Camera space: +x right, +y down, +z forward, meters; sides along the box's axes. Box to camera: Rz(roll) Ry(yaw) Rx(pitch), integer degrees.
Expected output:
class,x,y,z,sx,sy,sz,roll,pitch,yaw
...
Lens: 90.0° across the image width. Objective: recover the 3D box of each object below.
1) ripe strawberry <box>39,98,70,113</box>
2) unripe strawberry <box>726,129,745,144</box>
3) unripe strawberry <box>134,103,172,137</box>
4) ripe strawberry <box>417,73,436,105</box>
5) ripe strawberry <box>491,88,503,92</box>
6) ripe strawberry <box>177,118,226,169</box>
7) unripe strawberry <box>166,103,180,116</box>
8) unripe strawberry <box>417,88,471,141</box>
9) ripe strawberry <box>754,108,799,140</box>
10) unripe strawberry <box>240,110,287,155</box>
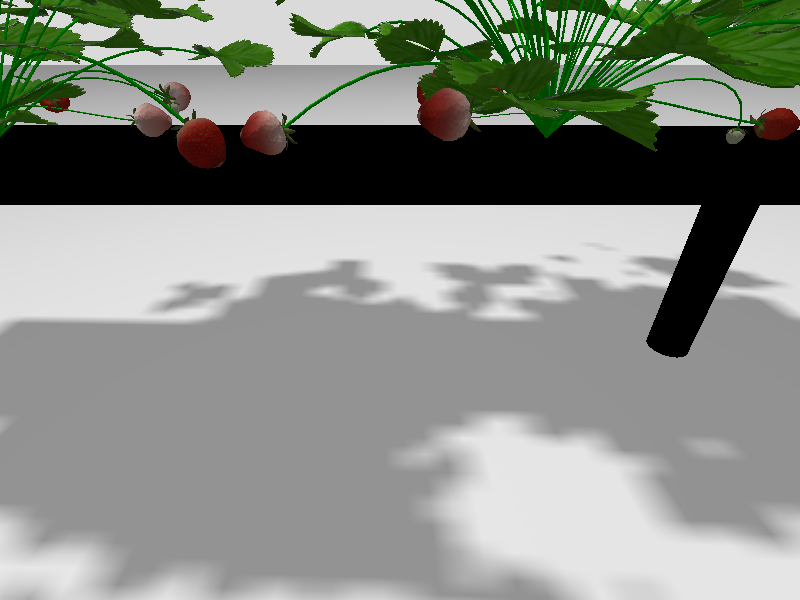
class,x,y,z,sx,sy,sz,roll,pitch,yaw
ripe strawberry,-0.386,-0.223,0.447,0.029,0.026,0.027,-11,21,-18
unripe strawberry,0.229,-0.112,0.274,0.010,0.010,0.009,16,35,24
unripe strawberry,-0.200,-0.147,0.327,0.026,0.025,0.024,-1,32,-2
ripe strawberry,0.035,-0.247,0.473,0.034,0.039,0.037,-14,32,-21
ripe strawberry,0.122,-0.277,0.535,0.030,0.025,0.030,0,-15,0
ripe strawberry,-0.117,-0.092,0.241,0.028,0.028,0.026,-35,9,39
unripe strawberry,-0.245,-0.206,0.433,0.014,0.013,0.013,19,-35,28
unripe strawberry,0.032,-0.139,0.301,0.037,0.037,0.041,-8,33,-11
ripe strawberry,0.291,-0.135,0.307,0.027,0.023,0.027,4,32,5
unripe strawberry,-0.089,-0.108,0.260,0.028,0.027,0.030,-16,35,-13
